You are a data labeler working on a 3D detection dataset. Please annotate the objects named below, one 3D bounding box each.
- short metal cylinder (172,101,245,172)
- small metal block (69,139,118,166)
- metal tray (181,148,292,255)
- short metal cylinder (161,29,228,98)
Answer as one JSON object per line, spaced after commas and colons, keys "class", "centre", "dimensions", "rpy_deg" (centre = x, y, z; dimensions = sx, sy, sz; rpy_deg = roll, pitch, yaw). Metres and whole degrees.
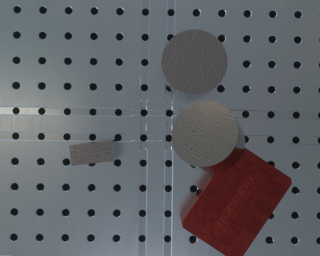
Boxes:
{"class": "short metal cylinder", "centre": [0.061, 0.012, 0.385], "dimensions": [0.080, 0.050, 0.080], "rpy_deg": [-7, 72, 22]}
{"class": "small metal block", "centre": [-0.084, 0.031, 0.400], "dimensions": [0.050, 0.050, 0.025], "rpy_deg": [-6, 90, 0]}
{"class": "metal tray", "centre": [0.099, 0.096, 0.412], "dimensions": [0.090, 0.030, 0.130], "rpy_deg": [34, 90, 0]}
{"class": "short metal cylinder", "centre": [0.042, -0.080, 0.401], "dimensions": [0.081, 0.050, 0.079], "rpy_deg": [0, 90, 0]}
